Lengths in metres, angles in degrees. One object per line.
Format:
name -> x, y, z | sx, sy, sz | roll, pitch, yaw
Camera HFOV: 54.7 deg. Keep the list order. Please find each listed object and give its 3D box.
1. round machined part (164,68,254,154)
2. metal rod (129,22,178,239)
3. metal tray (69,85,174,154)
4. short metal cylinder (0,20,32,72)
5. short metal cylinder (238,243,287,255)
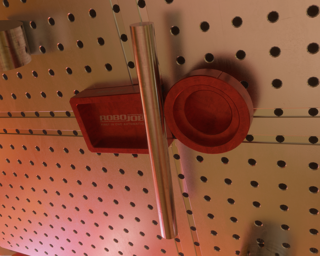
round machined part -> 0.057, -0.022, 0.356 | 0.098, 0.042, 0.097 | 13, 124, 20
metal rod -> -0.002, 0.024, 0.387 | 0.025, 0.025, 0.298 | 7, 121, 25
metal tray -> -0.054, -0.010, 0.430 | 0.130, 0.030, 0.089 | -1, 118, 28
short metal cylinder -> -0.224, -0.113, 0.424 | 0.080, 0.080, 0.050 | 12, 123, 22
short metal cylinder -> 0.149, 0.216, 0.450 | 0.080, 0.050, 0.079 | 13, 124, 21
